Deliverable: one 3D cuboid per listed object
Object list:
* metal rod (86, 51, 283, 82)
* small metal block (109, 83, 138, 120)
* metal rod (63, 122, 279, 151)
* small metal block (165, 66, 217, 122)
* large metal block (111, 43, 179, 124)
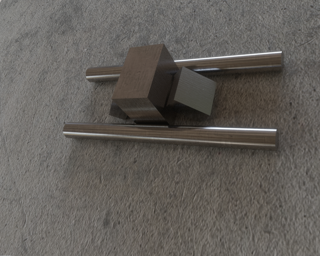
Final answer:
[{"bbox_3d":[0.017,-0.085,0.447,0.300,0.025,0.025,2,63,28],"label":"metal rod"},{"bbox_3d":[-0.051,-0.046,0.441,0.025,0.050,0.050,18,66,-7],"label":"small metal block"},{"bbox_3d":[-0.007,0.008,0.403,0.300,0.025,0.025,2,63,28],"label":"metal rod"},{"bbox_3d":[0.040,-0.042,0.391,0.025,0.050,0.050,-39,32,60],"label":"small metal block"},{"bbox_3d":[-0.010,-0.051,0.408,0.050,0.080,0.080,1,62,28],"label":"large metal block"}]
